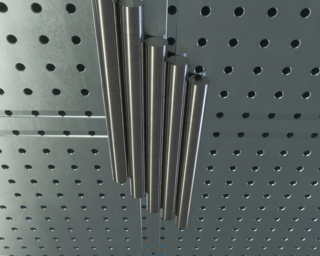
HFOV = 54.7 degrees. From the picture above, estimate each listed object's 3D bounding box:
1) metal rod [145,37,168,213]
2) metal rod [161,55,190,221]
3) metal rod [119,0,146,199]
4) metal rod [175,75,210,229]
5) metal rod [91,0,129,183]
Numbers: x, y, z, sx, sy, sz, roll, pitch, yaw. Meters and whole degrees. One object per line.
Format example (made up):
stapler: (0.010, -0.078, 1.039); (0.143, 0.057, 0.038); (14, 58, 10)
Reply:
metal rod: (-0.007, 0.021, 0.428); (0.025, 0.025, 0.298); (1, 130, -1)
metal rod: (0.017, 0.038, 0.443); (0.025, 0.025, 0.298); (1, 130, -1)
metal rod: (-0.032, -0.010, 0.401); (0.025, 0.025, 0.298); (1, 130, -1)
metal rod: (0.042, 0.057, 0.460); (0.025, 0.025, 0.298); (1, 130, -1)
metal rod: (-0.057, -0.039, 0.377); (0.025, 0.025, 0.298); (1, 130, -1)
